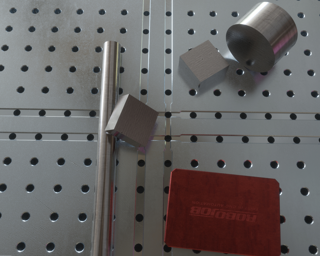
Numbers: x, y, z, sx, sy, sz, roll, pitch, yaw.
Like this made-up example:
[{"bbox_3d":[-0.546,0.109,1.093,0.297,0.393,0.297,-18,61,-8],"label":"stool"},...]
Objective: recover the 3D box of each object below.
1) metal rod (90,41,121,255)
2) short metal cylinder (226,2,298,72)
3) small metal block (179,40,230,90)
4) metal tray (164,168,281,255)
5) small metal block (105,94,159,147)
[{"bbox_3d":[-0.069,0.020,0.403,0.025,0.025,0.299,0,70,-1],"label":"metal rod"},{"bbox_3d":[0.140,-0.124,0.430,0.080,0.080,0.050,42,75,13],"label":"short metal cylinder"},{"bbox_3d":[0.063,-0.091,0.446,0.050,0.025,0.050,-32,73,-11],"label":"small metal block"},{"bbox_3d":[0.074,0.102,0.373,0.131,0.030,0.090,6,70,1],"label":"metal tray"},{"bbox_3d":[-0.036,-0.008,0.401,0.050,0.025,0.050,31,68,-30],"label":"small metal block"}]
